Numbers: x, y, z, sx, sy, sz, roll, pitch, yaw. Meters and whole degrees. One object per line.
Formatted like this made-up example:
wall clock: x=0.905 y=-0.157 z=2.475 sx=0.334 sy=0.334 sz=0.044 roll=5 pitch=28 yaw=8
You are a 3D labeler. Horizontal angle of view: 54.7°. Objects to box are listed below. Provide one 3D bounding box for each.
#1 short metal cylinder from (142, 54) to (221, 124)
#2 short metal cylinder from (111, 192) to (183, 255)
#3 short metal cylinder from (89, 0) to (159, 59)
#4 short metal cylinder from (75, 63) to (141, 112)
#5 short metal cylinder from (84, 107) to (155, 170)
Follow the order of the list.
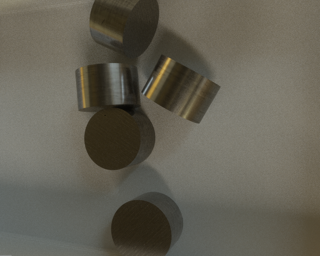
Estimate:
short metal cylinder: x=0.025 y=-0.047 z=0.372 sx=0.080 sy=0.080 sz=0.050 roll=32 pitch=101 yaw=17
short metal cylinder: x=-0.015 y=0.128 z=0.403 sx=0.080 sy=0.050 sz=0.080 roll=0 pitch=90 yaw=20
short metal cylinder: x=-0.044 y=-0.136 z=0.397 sx=0.050 sy=0.080 sz=0.080 roll=28 pitch=99 yaw=18
short metal cylinder: x=-0.067 y=-0.050 z=0.405 sx=0.080 sy=0.080 sz=0.050 roll=-6 pitch=88 yaw=20
short metal cylinder: x=-0.053 y=0.013 z=0.416 sx=0.080 sy=0.050 sz=0.080 roll=0 pitch=90 yaw=20
